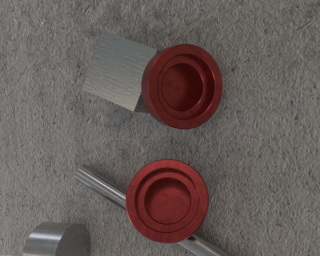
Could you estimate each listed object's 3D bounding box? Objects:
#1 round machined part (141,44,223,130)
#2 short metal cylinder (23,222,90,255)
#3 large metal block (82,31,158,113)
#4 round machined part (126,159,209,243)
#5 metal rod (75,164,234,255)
[{"bbox_3d":[0.023,-0.049,0.374,0.099,0.042,0.097,-3,98,-25],"label":"round machined part"},{"bbox_3d":[-0.140,0.173,0.429,0.050,0.080,0.080,-3,89,20],"label":"short metal cylinder"},{"bbox_3d":[-0.044,-0.072,0.411,0.080,0.050,0.080,24,98,19],"label":"large metal block"},{"bbox_3d":[0.010,0.091,0.383,0.098,0.042,0.098,-3,67,7],"label":"round machined part"},{"bbox_3d":[0.012,0.130,0.404,0.301,0.025,0.025,28,99,17],"label":"metal rod"}]
